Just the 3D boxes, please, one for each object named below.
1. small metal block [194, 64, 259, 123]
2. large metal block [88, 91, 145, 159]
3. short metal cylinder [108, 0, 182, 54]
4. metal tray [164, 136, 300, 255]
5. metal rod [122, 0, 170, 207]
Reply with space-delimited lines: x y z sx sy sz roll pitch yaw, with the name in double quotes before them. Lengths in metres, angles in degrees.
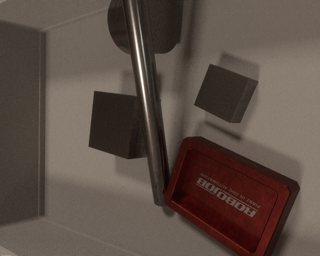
"small metal block" 0.073 -0.038 0.346 0.050 0.025 0.050 31 109 35
"large metal block" -0.050 -0.006 0.430 0.080 0.050 0.079 12 98 39
"short metal cylinder" -0.017 -0.132 0.383 0.050 0.081 0.079 9 96 39
"metal tray" 0.072 0.073 0.342 0.130 0.030 0.089 27 106 36
"metal rod" -0.013 -0.040 0.343 0.025 0.025 0.298 13 122 39
